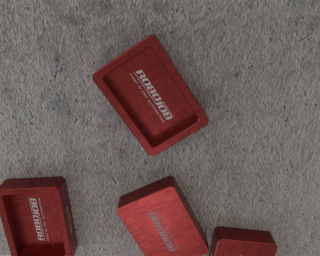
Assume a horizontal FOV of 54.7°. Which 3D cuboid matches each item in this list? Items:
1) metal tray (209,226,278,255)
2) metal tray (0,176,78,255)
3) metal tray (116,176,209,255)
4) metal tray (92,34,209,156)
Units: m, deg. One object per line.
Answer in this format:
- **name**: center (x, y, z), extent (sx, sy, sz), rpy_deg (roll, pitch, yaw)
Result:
- **metal tray**: center (0.122, 0.222, 0.490), extent (0.091, 0.030, 0.129), rpy_deg (7, 110, -3)
- **metal tray**: center (-0.178, 0.137, 0.455), extent (0.091, 0.030, 0.129), rpy_deg (-3, 110, 1)
- **metal tray**: center (0.006, 0.144, 0.460), extent (0.090, 0.030, 0.130), rpy_deg (-25, 108, 8)
- **metal tray**: center (-0.010, -0.039, 0.392), extent (0.090, 0.030, 0.130), rpy_deg (-32, 107, 11)
